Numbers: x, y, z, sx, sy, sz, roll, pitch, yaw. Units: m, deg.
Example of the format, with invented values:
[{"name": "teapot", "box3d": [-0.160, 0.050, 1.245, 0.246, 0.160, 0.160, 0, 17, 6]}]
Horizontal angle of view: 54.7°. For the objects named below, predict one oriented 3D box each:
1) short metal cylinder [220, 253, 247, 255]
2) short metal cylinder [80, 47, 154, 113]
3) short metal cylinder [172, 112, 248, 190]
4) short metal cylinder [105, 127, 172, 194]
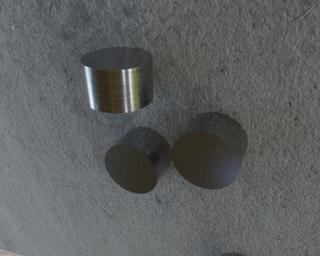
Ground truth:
[{"name": "short metal cylinder", "box3d": [0.119, 0.241, 0.477, 0.080, 0.050, 0.079, 13, 124, 21]}, {"name": "short metal cylinder", "box3d": [-0.048, -0.058, 0.361, 0.080, 0.080, 0.050, 13, 124, 21]}, {"name": "short metal cylinder", "box3d": [0.061, 0.027, 0.375, 0.080, 0.050, 0.079, 13, 124, 21]}, {"name": "short metal cylinder", "box3d": [-0.029, 0.045, 0.434, 0.080, 0.050, 0.079, 13, 124, 21]}]
